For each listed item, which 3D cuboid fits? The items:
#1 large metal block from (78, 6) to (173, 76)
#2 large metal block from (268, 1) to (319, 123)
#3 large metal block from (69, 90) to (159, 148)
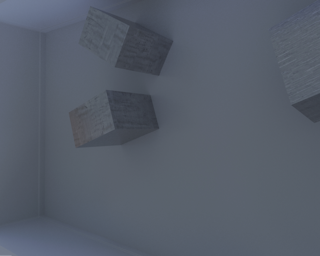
[{"bbox_3d":[-0.045,-0.112,0.406,0.080,0.081,0.050,36,112,34],"label":"large metal block"},{"bbox_3d":[0.147,-0.061,0.255,0.080,0.050,0.080,-27,56,36],"label":"large metal block"},{"bbox_3d":[-0.062,-0.010,0.420,0.080,0.081,0.050,-23,76,37],"label":"large metal block"}]
